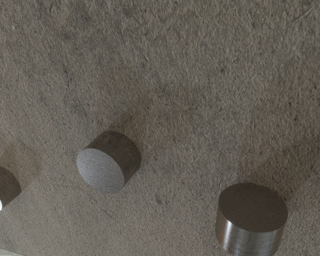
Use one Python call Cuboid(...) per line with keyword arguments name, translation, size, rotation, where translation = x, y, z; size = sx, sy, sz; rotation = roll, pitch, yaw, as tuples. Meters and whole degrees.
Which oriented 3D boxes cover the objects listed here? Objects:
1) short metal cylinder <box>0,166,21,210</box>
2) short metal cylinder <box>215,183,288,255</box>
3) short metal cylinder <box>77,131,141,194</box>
Cuboid(name="short metal cylinder", translation=(-0.343, 0.127, 0.650), size=(0.080, 0.050, 0.079), rotation=(13, 124, 21))
Cuboid(name="short metal cylinder", translation=(0.111, 0.114, 0.383), size=(0.080, 0.080, 0.050), rotation=(13, 124, 21))
Cuboid(name="short metal cylinder", translation=(-0.075, 0.051, 0.462), size=(0.080, 0.050, 0.079), rotation=(13, 124, 21))
